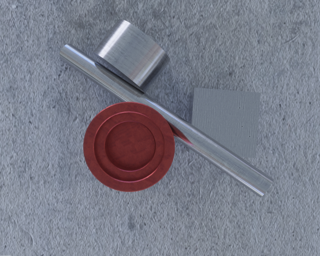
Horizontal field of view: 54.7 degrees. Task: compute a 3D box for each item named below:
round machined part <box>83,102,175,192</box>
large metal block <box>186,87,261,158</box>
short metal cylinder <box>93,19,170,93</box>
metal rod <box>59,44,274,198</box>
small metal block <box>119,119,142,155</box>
[{"bbox_3d":[-0.033,0.020,0.353,0.099,0.042,0.097,0,91,-1],"label":"round machined part"},{"bbox_3d":[0.079,-0.007,0.400,0.081,0.050,0.079,4,90,-1],"label":"large metal block"},{"bbox_3d":[-0.035,-0.087,0.383,0.080,0.080,0.050,37,90,-1],"label":"short metal cylinder"},{"bbox_3d":[-0.003,-0.017,0.374,0.300,0.025,0.025,35,90,14],"label":"metal rod"},{"bbox_3d":[-0.037,0.008,0.399,0.025,0.050,0.050,-2,90,0],"label":"small metal block"}]
